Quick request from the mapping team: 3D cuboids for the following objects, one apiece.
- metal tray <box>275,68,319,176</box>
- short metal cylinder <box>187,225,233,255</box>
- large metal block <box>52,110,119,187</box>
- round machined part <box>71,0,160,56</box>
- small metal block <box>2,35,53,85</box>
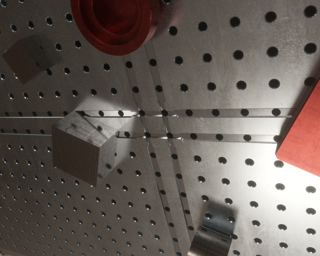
[{"bbox_3d":[0.185,-0.007,0.306,0.090,0.030,0.129,24,127,13],"label":"metal tray"},{"bbox_3d":[0.070,0.191,0.456,0.050,0.080,0.079,18,126,17],"label":"short metal cylinder"},{"bbox_3d":[-0.115,0.031,0.473,0.080,0.050,0.079,23,127,14],"label":"large metal block"},{"bbox_3d":[-0.045,-0.133,0.340,0.098,0.042,0.097,13,124,20],"label":"round machined part"},{"bbox_3d":[-0.192,-0.098,0.450,0.050,0.025,0.050,-21,107,35],"label":"small metal block"}]
